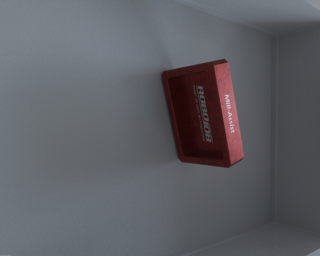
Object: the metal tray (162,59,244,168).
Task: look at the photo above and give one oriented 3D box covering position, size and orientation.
[{"bbox_3d":[0.054,-0.017,0.405,0.030,0.090,0.129,-21,104,-39],"label":"metal tray"}]
